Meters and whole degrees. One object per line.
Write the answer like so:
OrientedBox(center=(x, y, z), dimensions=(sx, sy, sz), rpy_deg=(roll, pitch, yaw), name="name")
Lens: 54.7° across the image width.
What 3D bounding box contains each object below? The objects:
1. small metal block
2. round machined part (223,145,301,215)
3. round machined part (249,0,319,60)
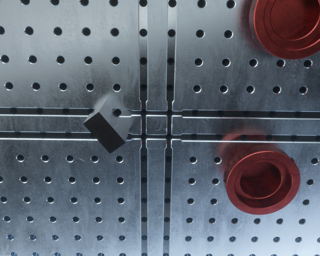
OrientedBox(center=(-0.067, -0.002, 0.399), dimensions=(0.025, 0.050, 0.050), rpy_deg=(-35, 107, 12), name="small metal block")
OrientedBox(center=(0.137, 0.068, 0.430), dimensions=(0.099, 0.042, 0.097), rpy_deg=(0, 110, 0), name="round machined part")
OrientedBox(center=(0.152, -0.131, 0.357), dimensions=(0.099, 0.042, 0.097), rpy_deg=(0, 110, 0), name="round machined part")
